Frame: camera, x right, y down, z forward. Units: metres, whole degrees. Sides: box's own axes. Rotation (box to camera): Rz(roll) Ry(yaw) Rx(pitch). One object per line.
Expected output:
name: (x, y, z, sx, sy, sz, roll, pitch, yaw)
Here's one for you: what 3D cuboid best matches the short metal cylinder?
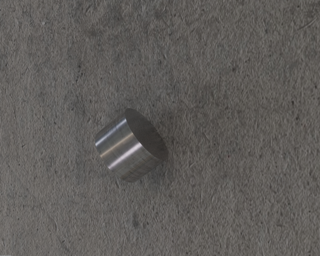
short metal cylinder: (-0.035, 0.022, 0.393, 0.050, 0.080, 0.080, -38, 78, 16)
